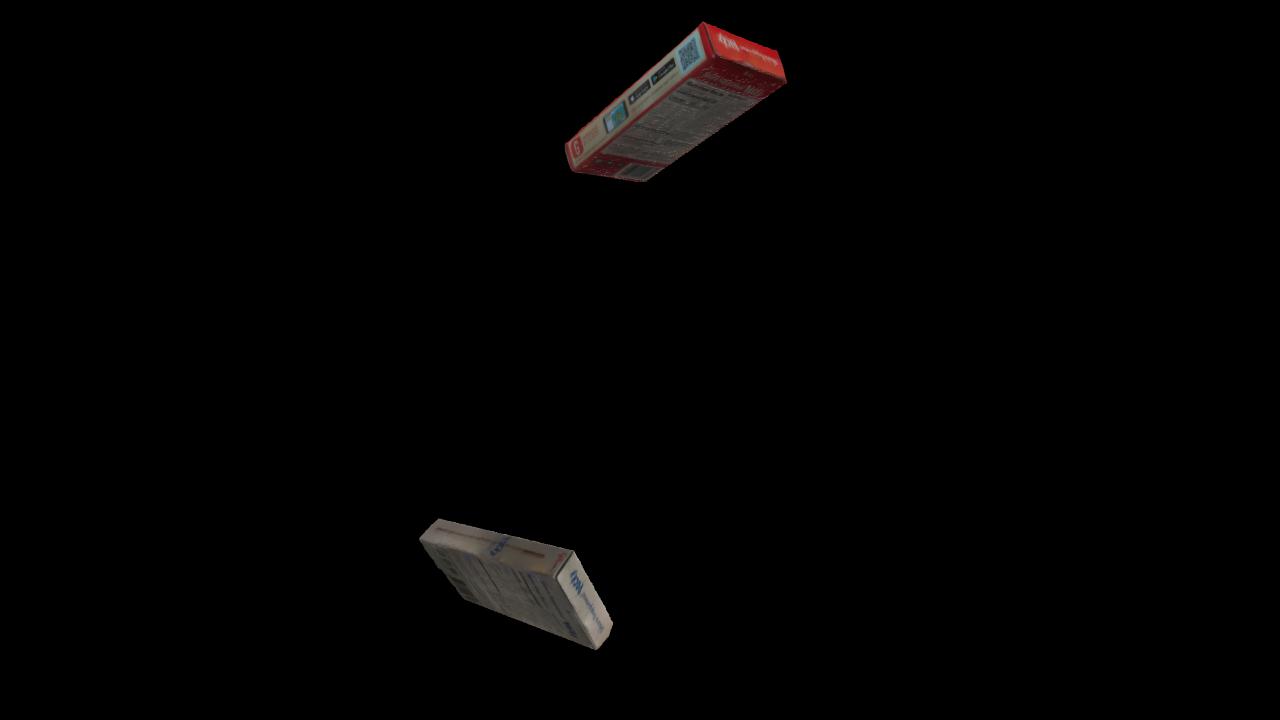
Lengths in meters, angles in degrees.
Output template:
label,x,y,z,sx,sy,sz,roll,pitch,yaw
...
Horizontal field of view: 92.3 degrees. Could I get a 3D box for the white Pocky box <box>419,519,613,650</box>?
label,x,y,z,sx,sy,sz,roll,pitch,yaw
white Pocky box,-0.100,0.171,0.480,0.154,0.084,0.028,0,35,36

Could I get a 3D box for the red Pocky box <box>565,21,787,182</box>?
label,x,y,z,sx,sy,sz,roll,pitch,yaw
red Pocky box,0.022,-0.181,0.453,0.083,0.028,0.155,-7,-10,-43
